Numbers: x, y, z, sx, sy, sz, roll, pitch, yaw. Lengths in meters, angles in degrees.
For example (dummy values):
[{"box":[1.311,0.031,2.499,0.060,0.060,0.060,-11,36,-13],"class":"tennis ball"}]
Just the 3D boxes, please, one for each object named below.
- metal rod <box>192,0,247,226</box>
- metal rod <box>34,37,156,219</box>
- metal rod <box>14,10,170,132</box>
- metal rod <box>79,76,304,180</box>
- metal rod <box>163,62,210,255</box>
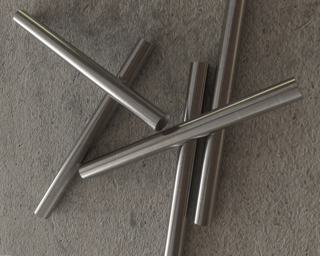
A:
[{"box":[0.075,-0.029,0.382,0.025,0.025,0.298,9,93,19],"class":"metal rod"},{"box":[-0.097,0.007,0.441,0.025,0.025,0.299,37,101,16],"class":"metal rod"},{"box":[-0.107,-0.089,0.425,0.300,0.025,0.025,37,102,23],"class":"metal rod"},{"box":[0.016,0.011,0.377,0.300,0.025,0.025,-23,83,27],"class":"metal rod"},{"box":[0.031,0.067,0.397,0.025,0.025,0.298,9,93,19],"class":"metal rod"}]
